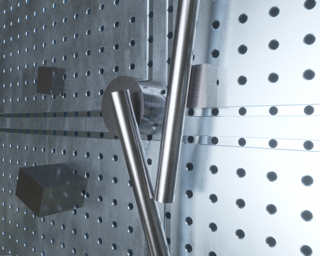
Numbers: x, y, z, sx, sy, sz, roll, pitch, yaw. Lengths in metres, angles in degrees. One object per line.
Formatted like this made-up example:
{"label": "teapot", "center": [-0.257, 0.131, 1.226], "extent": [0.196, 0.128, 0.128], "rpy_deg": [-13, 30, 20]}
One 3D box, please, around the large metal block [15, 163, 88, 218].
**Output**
{"label": "large metal block", "center": [-0.184, 0.102, 0.526], "extent": [0.080, 0.081, 0.050], "rpy_deg": [23, 105, 37]}

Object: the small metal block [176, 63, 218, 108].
{"label": "small metal block", "center": [0.041, -0.049, 0.375], "extent": [0.050, 0.025, 0.050], "rpy_deg": [2, 91, 40]}

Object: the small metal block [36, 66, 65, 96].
{"label": "small metal block", "center": [-0.205, -0.088, 0.579], "extent": [0.050, 0.025, 0.050], "rpy_deg": [11, 97, 39]}

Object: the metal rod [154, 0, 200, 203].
{"label": "metal rod", "center": [0.023, -0.061, 0.357], "extent": [0.025, 0.025, 0.298], "rpy_deg": [11, 97, 39]}

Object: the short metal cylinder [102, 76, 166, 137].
{"label": "short metal cylinder", "center": [-0.034, -0.028, 0.421], "extent": [0.080, 0.050, 0.080], "rpy_deg": [0, 90, 40]}

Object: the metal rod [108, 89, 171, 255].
{"label": "metal rod", "center": [-0.014, 0.101, 0.382], "extent": [0.025, 0.025, 0.298], "rpy_deg": [-11, 95, 39]}
